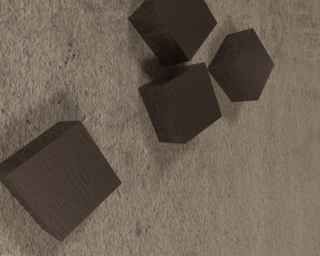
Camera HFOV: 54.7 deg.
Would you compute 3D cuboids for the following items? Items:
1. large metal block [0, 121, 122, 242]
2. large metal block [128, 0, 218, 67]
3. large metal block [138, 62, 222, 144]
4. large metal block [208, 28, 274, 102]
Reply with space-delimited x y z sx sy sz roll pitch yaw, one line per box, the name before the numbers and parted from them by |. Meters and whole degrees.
large metal block | -0.099 0.048 0.307 0.080 0.050 0.080 -43 116 -32
large metal block | 0.019 -0.141 0.406 0.080 0.050 0.080 50 61 -29
large metal block | 0.029 -0.034 0.415 0.081 0.050 0.080 -33 111 -35
large metal block | 0.133 -0.099 0.503 0.080 0.050 0.080 45 63 -31
